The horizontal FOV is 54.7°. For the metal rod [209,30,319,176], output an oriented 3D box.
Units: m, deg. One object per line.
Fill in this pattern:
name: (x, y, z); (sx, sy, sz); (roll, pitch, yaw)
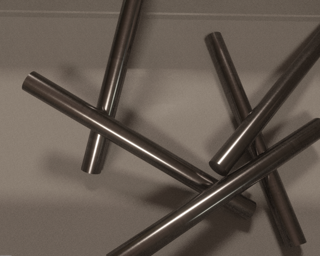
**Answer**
metal rod: (0.164, -0.053, 0.411); (0.025, 0.025, 0.301); (39, 67, 13)

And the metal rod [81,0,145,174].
metal rod: (-0.048, -0.089, 0.375); (0.025, 0.025, 0.298); (16, 96, 5)

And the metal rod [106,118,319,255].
metal rod: (0.079, 0.066, 0.349); (0.302, 0.025, 0.025); (-28, 73, -18)

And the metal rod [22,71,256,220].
metal rod: (-0.020, 0.023, 0.363); (0.301, 0.025, 0.025); (31, 72, -5)

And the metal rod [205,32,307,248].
metal rod: (0.119, 0.001, 0.410); (0.025, 0.025, 0.299); (-14, 71, -6)
